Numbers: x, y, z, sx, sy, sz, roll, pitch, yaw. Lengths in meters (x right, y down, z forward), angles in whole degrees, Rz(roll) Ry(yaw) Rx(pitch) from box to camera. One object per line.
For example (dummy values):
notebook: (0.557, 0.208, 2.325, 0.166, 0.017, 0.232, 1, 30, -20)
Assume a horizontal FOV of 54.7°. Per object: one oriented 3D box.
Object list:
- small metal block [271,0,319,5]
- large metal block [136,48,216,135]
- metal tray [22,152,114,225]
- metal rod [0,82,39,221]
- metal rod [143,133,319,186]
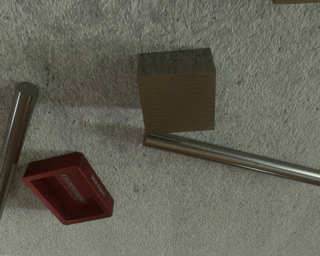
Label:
small metal block: (0.133, -0.145, 0.286, 0.050, 0.025, 0.050, -2, 130, 1)
large metal block: (0.020, -0.041, 0.356, 0.080, 0.050, 0.080, -4, 130, 3)
metal tray: (-0.138, 0.099, 0.486, 0.090, 0.030, 0.129, -13, 129, 10)
metal rod: (-0.222, 0.055, 0.450, 0.025, 0.025, 0.298, 21, 127, -17)
metal rod: (0.124, 0.048, 0.449, 0.302, 0.025, 0.025, 14, 129, -12)
